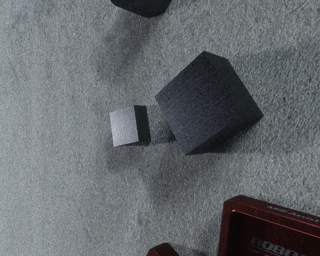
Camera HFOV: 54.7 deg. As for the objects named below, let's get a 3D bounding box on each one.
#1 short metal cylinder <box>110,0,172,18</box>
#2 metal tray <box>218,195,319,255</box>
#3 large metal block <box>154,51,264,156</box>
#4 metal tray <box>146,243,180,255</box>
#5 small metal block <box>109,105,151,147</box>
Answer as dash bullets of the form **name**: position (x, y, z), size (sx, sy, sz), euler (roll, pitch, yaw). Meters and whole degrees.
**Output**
- **short metal cylinder**: position (-0.025, -0.193, 0.409), size (0.080, 0.050, 0.080), euler (0, 90, 40)
- **metal tray**: position (0.122, 0.126, 0.300), size (0.130, 0.030, 0.089), euler (9, 96, 39)
- **large metal block**: position (0.052, -0.025, 0.346), size (0.080, 0.050, 0.080), euler (-40, 66, 33)
- **metal tray**: position (0.001, 0.228, 0.401), size (0.090, 0.030, 0.129), euler (40, 114, 32)
- **small metal block**: position (-0.043, -0.002, 0.440), size (0.050, 0.025, 0.050), euler (-14, 81, 39)
